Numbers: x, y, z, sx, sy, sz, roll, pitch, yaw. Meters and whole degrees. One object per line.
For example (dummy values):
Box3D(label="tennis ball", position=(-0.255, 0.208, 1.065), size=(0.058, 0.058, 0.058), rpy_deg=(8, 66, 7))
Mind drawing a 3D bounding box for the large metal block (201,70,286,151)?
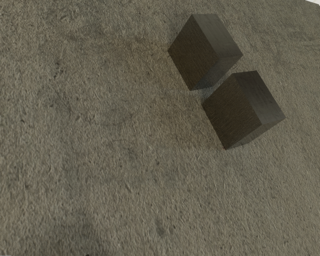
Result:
Box3D(label="large metal block", position=(0.117, -0.025, 0.446), size=(0.050, 0.080, 0.080), rpy_deg=(-13, 68, -33))

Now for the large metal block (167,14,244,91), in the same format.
Box3D(label="large metal block", position=(0.066, -0.115, 0.474), size=(0.050, 0.080, 0.080), rpy_deg=(-15, 70, -34))

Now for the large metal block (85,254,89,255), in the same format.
Box3D(label="large metal block", position=(-0.077, 0.163, 0.247), size=(0.081, 0.050, 0.080), rpy_deg=(-26, 76, -37))
